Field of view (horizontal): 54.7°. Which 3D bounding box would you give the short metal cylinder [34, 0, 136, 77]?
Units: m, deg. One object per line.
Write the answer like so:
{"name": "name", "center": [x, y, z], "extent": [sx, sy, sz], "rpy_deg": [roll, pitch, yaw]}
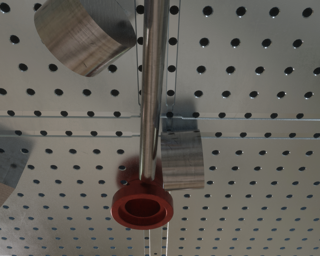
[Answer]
{"name": "short metal cylinder", "center": [-0.068, -0.096, 0.293], "extent": [0.050, 0.080, 0.080], "rpy_deg": [-32, 123, 24]}

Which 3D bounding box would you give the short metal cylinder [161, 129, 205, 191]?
{"name": "short metal cylinder", "center": [0.030, 0.042, 0.412], "extent": [0.050, 0.080, 0.080], "rpy_deg": [-4, 130, 3]}

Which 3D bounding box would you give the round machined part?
{"name": "round machined part", "center": [-0.028, 0.120, 0.503], "extent": [0.099, 0.042, 0.097], "rpy_deg": [0, 130, 0]}

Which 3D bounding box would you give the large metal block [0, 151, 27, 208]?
{"name": "large metal block", "center": [-0.259, 0.074, 0.455], "extent": [0.080, 0.050, 0.080], "rpy_deg": [31, 123, -24]}

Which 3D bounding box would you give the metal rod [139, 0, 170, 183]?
{"name": "metal rod", "center": [-0.010, -0.040, 0.377], "extent": [0.025, 0.025, 0.298], "rpy_deg": [3, 130, -3]}
